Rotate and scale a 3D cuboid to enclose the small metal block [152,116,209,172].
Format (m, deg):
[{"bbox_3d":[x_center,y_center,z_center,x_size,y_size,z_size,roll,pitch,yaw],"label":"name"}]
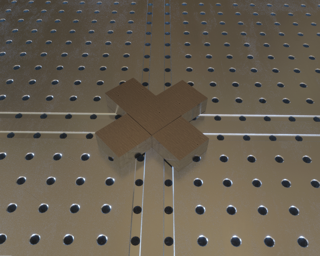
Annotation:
[{"bbox_3d":[0.025,0.019,0.392,0.050,0.025,0.050,-34,58,-25],"label":"small metal block"}]

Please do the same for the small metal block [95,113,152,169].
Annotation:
[{"bbox_3d":[-0.046,0.016,0.394,0.050,0.025,0.050,-34,58,-26],"label":"small metal block"}]

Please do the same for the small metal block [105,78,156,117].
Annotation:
[{"bbox_3d":[-0.041,-0.039,0.440,0.050,0.025,0.050,-34,58,-25],"label":"small metal block"}]

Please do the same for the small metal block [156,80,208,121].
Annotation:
[{"bbox_3d":[0.030,-0.035,0.437,0.050,0.025,0.050,-34,58,-26],"label":"small metal block"}]

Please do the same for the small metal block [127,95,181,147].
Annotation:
[{"bbox_3d":[-0.008,-0.011,0.415,0.050,0.025,0.050,-34,58,-26],"label":"small metal block"}]
